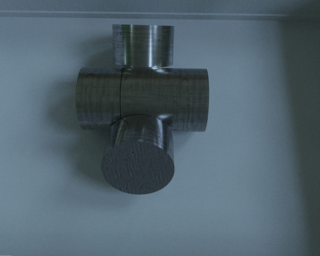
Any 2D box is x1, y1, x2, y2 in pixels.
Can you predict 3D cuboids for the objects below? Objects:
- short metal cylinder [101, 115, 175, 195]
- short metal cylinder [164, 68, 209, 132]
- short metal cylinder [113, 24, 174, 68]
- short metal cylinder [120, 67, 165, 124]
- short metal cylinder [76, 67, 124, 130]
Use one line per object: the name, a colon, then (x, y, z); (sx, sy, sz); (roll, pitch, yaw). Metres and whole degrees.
short metal cylinder: (-0.024, 0.031, 0.359); (0.081, 0.079, 0.050); (0, 36, 0)
short metal cylinder: (0.031, -0.035, 0.392); (0.050, 0.080, 0.080); (1, 70, 1)
short metal cylinder: (-0.022, -0.110, 0.411); (0.080, 0.080, 0.050); (2, 108, 0)
short metal cylinder: (-0.019, -0.036, 0.391); (0.050, 0.080, 0.080); (1, 70, 1)
short metal cylinder: (-0.070, -0.037, 0.392); (0.050, 0.080, 0.080); (1, 70, 1)
